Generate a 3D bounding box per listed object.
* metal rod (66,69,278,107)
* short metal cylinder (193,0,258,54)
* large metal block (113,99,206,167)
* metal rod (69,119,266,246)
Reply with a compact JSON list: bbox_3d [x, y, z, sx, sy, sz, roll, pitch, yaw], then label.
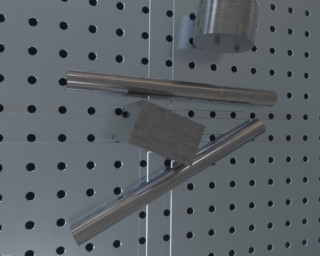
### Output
[{"bbox_3d":[0.030,-0.052,0.423,0.302,0.025,0.025,3,89,-20],"label":"metal rod"},{"bbox_3d":[0.087,-0.137,0.415,0.081,0.080,0.050,9,87,-20],"label":"short metal cylinder"},{"bbox_3d":[-0.004,0.006,0.382,0.080,0.080,0.050,22,83,-19],"label":"large metal block"},{"bbox_3d":[0.023,0.064,0.421,0.302,0.025,0.025,-28,100,-18],"label":"metal rod"}]
